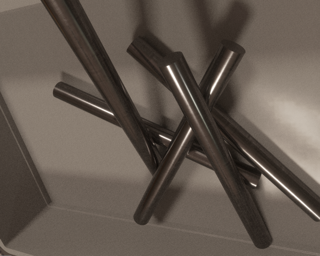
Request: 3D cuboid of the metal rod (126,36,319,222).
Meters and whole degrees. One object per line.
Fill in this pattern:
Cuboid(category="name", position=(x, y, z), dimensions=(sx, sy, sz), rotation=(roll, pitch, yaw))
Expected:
Cuboid(category="metal rod", position=(0.081, 0.002, 0.366), dimensions=(0.300, 0.025, 0.025), rotation=(42, 129, -1))

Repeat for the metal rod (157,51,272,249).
Cuboid(category="metal rod", position=(0.076, 0.048, 0.354), dimensions=(0.025, 0.025, 0.299), rotation=(-9, 127, 32))

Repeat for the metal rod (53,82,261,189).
Cuboid(category="metal rod", position=(-0.013, 0.004, 0.416), dimensions=(0.301, 0.025, 0.025), rotation=(24, 127, 13))

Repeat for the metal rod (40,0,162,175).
Cuboid(category="metal rod", position=(-0.040, -0.022, 0.334), dimensions=(0.025, 0.025, 0.299), rotation=(7, 148, 24))

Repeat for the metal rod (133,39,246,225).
Cuboid(category="metal rod", position=(0.020, 0.031, 0.382), dimensions=(0.025, 0.025, 0.298), rotation=(31, 128, 8))
